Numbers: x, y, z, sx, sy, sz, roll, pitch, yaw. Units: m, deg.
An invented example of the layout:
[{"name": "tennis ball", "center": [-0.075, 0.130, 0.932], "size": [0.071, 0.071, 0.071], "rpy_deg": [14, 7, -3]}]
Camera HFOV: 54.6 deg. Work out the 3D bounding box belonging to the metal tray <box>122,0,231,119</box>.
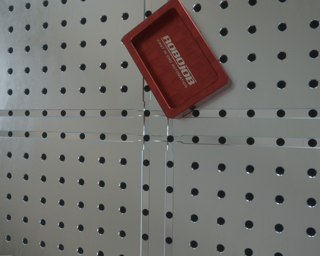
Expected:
[{"name": "metal tray", "center": [0.020, -0.088, 0.402], "size": [0.090, 0.030, 0.130], "rpy_deg": [-33, 80, 17]}]
